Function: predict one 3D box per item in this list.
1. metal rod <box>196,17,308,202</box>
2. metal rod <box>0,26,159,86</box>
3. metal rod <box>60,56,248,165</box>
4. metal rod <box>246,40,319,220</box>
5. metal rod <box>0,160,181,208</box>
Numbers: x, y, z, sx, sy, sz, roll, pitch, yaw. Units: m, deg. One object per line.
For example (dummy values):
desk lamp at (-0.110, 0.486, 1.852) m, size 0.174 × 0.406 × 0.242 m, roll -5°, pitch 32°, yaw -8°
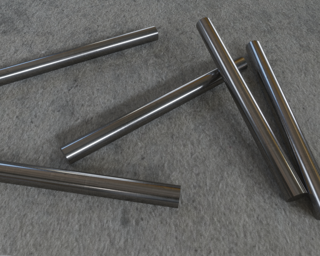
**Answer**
metal rod at (0.110, -0.045, 0.418) m, size 0.025 × 0.025 × 0.299 m, roll -12°, pitch 58°, yaw -10°
metal rod at (-0.142, -0.114, 0.496) m, size 0.302 × 0.025 × 0.025 m, roll -21°, pitch 54°, yaw -18°
metal rod at (0.007, -0.034, 0.431) m, size 0.302 × 0.025 × 0.025 m, roll -29°, pitch 56°, yaw -23°
metal rod at (0.167, -0.022, 0.423) m, size 0.025 × 0.025 × 0.300 m, roll -3°, pitch 50°, yaw -3°
metal rod at (-0.128, 0.057, 0.353) m, size 0.302 × 0.025 × 0.025 m, roll 7°, pitch 50°, yaw 5°
